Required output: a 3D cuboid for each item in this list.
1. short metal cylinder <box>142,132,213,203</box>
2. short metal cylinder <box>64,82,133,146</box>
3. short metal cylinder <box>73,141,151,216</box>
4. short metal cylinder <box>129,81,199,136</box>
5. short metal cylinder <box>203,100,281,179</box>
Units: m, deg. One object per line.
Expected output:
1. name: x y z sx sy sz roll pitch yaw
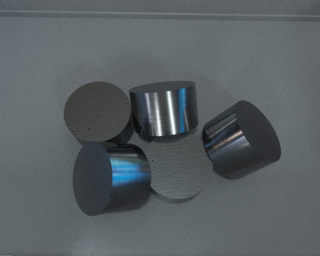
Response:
1. short metal cylinder: 0.020 0.049 0.377 0.081 0.050 0.080 0 70 0
2. short metal cylinder: -0.076 -0.012 0.397 0.081 0.050 0.080 0 70 0
3. short metal cylinder: -0.056 0.056 0.351 0.050 0.080 0.080 7 63 -43
4. short metal cylinder: 0.005 -0.026 0.381 0.081 0.080 0.050 -8 106 -3
5. short metal cylinder: 0.097 0.014 0.369 0.080 0.050 0.080 27 44 -30
